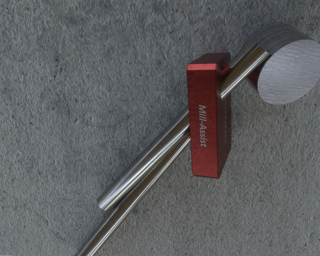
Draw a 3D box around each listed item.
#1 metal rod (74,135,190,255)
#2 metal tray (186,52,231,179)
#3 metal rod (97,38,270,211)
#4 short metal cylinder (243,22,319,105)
[{"bbox_3d":[-0.037,0.096,0.444,0.025,0.025,0.299,35,106,-12],"label":"metal rod"},{"bbox_3d":[0.062,-0.018,0.366,0.030,0.090,0.129,3,112,21],"label":"metal tray"},{"bbox_3d":[0.011,0.013,0.382,0.025,0.025,0.299,37,118,-13],"label":"metal rod"},{"bbox_3d":[0.138,-0.074,0.356,0.081,0.050,0.079,-9,130,-11],"label":"short metal cylinder"}]
